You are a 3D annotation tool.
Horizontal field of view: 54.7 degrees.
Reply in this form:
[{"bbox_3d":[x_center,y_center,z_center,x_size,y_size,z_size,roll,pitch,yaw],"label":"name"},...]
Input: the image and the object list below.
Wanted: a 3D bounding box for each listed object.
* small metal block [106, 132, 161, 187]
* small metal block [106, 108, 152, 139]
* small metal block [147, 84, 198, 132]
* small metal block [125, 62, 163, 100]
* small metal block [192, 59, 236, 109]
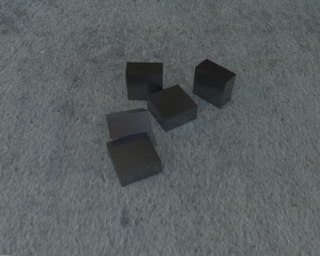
[{"bbox_3d":[-0.032,0.036,0.373,0.050,0.025,0.050,-18,53,-15],"label":"small metal block"},{"bbox_3d":[-0.041,-0.007,0.391,0.050,0.025,0.050,-11,9,-10],"label":"small metal block"},{"bbox_3d":[0.016,-0.028,0.427,0.050,0.025,0.050,-24,54,-19],"label":"small metal block"},{"bbox_3d":[-0.021,-0.066,0.442,0.050,0.050,0.025,1,50,0],"label":"small metal block"},{"bbox_3d":[0.076,-0.063,0.441,0.050,0.050,0.025,35,58,25],"label":"small metal block"}]
